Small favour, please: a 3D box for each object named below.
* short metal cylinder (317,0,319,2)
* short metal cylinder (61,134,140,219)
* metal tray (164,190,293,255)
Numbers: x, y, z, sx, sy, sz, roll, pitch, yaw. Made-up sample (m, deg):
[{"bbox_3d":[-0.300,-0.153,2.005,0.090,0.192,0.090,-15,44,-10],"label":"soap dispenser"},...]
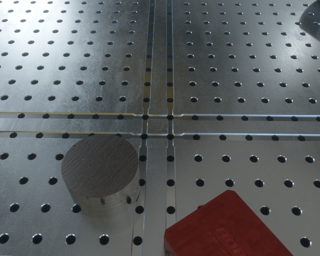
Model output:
[{"bbox_3d":[0.351,-0.282,0.611,0.081,0.080,0.050,-22,54,-17],"label":"short metal cylinder"},{"bbox_3d":[-0.063,0.053,0.346,0.081,0.050,0.080,0,50,0],"label":"short metal cylinder"},{"bbox_3d":[0.075,0.133,0.293,0.091,0.030,0.130,-27,55,-21],"label":"metal tray"}]
